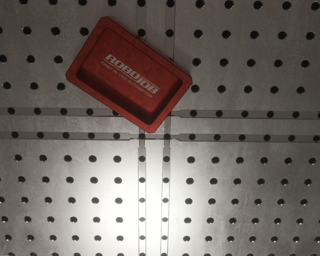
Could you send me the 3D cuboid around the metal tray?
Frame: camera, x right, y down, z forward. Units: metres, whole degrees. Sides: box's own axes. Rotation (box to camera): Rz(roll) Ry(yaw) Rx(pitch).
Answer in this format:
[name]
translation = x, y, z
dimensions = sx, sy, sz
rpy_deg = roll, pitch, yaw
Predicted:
[metal tray]
translation = -0.037, -0.064, 0.386
dimensions = 0.130, 0.030, 0.090
rpy_deg = 34, 106, -12
